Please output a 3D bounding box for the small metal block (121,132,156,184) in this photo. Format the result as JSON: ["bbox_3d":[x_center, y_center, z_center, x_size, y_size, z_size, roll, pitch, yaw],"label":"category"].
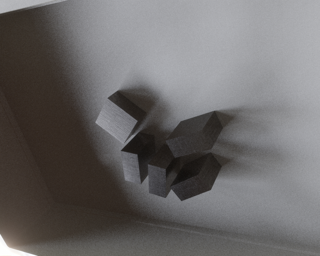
[{"bbox_3d":[-0.028,0.041,0.433,0.025,0.050,0.050,10,123,23],"label":"small metal block"}]

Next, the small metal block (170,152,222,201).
[{"bbox_3d":[0.048,0.064,0.407,0.050,0.050,0.025,-32,101,38],"label":"small metal block"}]

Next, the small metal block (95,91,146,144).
[{"bbox_3d":[-0.055,-0.014,0.429,0.050,0.025,0.050,37,129,3],"label":"small metal block"}]

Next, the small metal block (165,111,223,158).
[{"bbox_3d":[0.042,0.007,0.375,0.050,0.050,0.025,-18,109,35],"label":"small metal block"}]

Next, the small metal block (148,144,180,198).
[{"bbox_3d":[0.007,0.058,0.425,0.025,0.050,0.050,13,124,21],"label":"small metal block"}]
